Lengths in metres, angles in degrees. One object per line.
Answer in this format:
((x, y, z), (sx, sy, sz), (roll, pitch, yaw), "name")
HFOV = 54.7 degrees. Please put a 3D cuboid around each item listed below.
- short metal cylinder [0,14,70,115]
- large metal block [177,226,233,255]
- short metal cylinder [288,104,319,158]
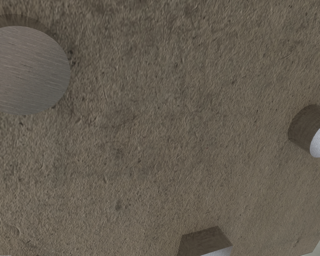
((-0.128, -0.058, 0.284), (0.081, 0.050, 0.079), (-14, 124, -21), "short metal cylinder")
((0.081, 0.240, 0.584), (0.081, 0.050, 0.079), (-5, 121, -26), "large metal block")
((0.275, 0.005, 0.544), (0.081, 0.050, 0.079), (-14, 124, -21), "short metal cylinder")
